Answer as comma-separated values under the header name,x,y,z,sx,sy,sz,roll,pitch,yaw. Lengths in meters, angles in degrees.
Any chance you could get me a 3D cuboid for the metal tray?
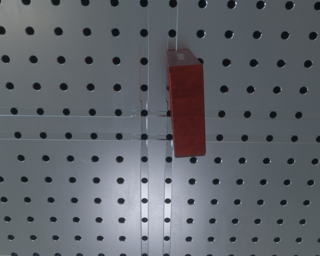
name,x,y,z,sx,sy,sz,roll,pitch,yaw
metal tray,0.026,-0.034,0.345,0.030,0.130,0.089,-4,110,2
